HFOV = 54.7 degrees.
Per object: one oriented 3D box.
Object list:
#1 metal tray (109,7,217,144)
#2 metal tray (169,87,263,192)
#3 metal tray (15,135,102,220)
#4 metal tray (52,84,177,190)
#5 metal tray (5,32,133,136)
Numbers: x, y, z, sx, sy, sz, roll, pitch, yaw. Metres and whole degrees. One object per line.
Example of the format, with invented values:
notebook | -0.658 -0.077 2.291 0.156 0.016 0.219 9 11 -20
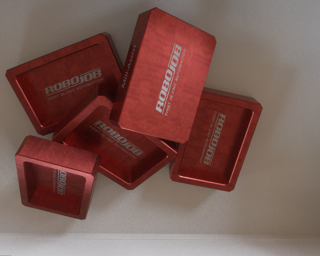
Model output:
metal tray | 0.005 -0.055 0.350 0.091 0.030 0.129 16 91 -30
metal tray | 0.070 0.016 0.414 0.091 0.030 0.129 12 110 -5
metal tray | -0.131 0.070 0.400 0.091 0.030 0.129 16 138 -6
metal tray | -0.053 0.017 0.389 0.090 0.030 0.130 -40 121 20
metal tray | -0.108 -0.054 0.385 0.131 0.030 0.090 -19 109 6
